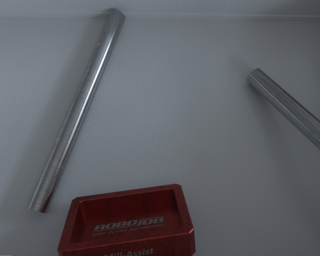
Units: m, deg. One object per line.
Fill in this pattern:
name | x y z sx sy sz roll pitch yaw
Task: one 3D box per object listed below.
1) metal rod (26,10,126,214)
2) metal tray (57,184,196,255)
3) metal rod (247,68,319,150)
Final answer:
metal rod | -0.106 -0.036 0.421 0.025 0.025 0.299 15 70 5
metal tray | -0.034 0.105 0.337 0.131 0.090 0.030 -7 111 -3
metal rod | 0.199 0.025 0.348 0.025 0.025 0.300 -26 52 -9
